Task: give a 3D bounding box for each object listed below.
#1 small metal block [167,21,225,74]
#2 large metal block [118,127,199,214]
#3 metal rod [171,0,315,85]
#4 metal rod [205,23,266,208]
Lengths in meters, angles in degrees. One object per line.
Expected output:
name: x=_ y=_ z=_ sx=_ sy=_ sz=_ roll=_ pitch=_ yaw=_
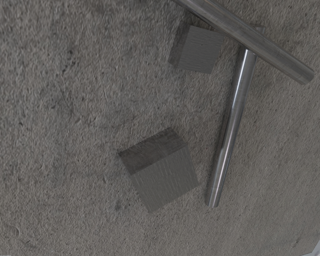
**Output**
small metal block: x=0.043 y=-0.096 z=0.372 sx=0.050 sy=0.025 sz=0.050 roll=4 pitch=117 yaw=-30
large metal block: x=0.000 y=0.058 z=0.427 sx=0.080 sy=0.050 sz=0.080 roll=-28 pitch=128 yaw=-11
metal rod: x=0.077 y=-0.119 z=0.351 sx=0.302 sy=0.025 sz=0.025 roll=21 pitch=107 yaw=-29
metal rod: x=0.106 y=0.000 z=0.464 sx=0.025 sy=0.025 sz=0.298 roll=-7 pitch=122 yaw=-25
